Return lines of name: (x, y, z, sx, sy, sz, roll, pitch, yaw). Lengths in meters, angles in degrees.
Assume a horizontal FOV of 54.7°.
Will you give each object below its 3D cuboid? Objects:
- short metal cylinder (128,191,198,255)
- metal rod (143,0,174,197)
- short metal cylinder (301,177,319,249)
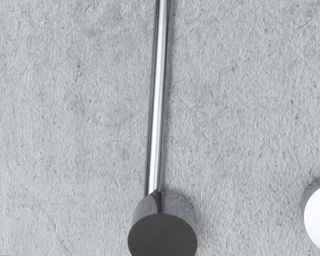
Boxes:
short metal cylinder: (0.004, 0.126, 0.380, 0.080, 0.050, 0.079, 1, 107, 3)
metal rod: (-0.001, -0.045, 0.409, 0.025, 0.025, 0.298, 4, 91, 20)
short metal cylinder: (0.194, 0.091, 0.327, 0.080, 0.050, 0.079, 0, 90, 20)
